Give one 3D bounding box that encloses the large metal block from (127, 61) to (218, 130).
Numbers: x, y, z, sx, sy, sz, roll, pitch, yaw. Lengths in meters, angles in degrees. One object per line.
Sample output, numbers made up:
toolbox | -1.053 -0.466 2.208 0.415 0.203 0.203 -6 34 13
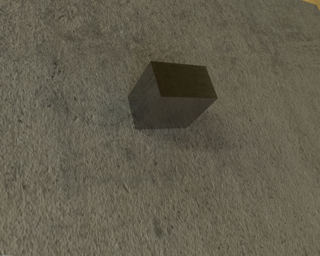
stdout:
large metal block | 0.013 -0.039 0.403 0.081 0.080 0.050 -1 63 -29
